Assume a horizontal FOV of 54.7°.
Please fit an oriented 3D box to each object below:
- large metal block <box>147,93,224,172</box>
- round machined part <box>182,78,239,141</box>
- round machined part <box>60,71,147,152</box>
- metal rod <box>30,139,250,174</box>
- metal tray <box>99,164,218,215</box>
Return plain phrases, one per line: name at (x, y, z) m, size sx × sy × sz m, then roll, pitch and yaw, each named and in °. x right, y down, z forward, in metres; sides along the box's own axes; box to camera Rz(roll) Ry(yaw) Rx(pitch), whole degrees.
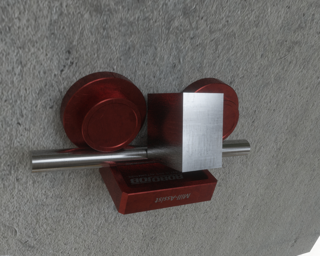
large metal block at (0.026, 0.000, 0.354) m, size 0.050 × 0.080 × 0.079 m, roll -2°, pitch 96°, yaw -28°
round machined part at (0.069, -0.016, 0.426) m, size 0.099 × 0.042 × 0.097 m, roll -14°, pitch 125°, yaw -21°
round machined part at (-0.060, -0.012, 0.356) m, size 0.099 × 0.042 × 0.097 m, roll -14°, pitch 125°, yaw -21°
metal rod at (-0.004, 0.033, 0.401) m, size 0.303 × 0.025 × 0.025 m, roll -1°, pitch 119°, yaw -28°
metal tray at (-0.003, 0.062, 0.404) m, size 0.131 × 0.090 × 0.030 m, roll -1°, pitch 119°, yaw -28°
